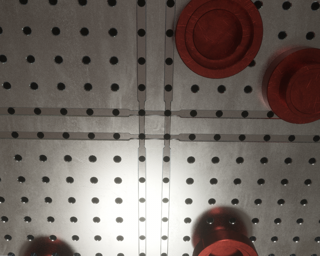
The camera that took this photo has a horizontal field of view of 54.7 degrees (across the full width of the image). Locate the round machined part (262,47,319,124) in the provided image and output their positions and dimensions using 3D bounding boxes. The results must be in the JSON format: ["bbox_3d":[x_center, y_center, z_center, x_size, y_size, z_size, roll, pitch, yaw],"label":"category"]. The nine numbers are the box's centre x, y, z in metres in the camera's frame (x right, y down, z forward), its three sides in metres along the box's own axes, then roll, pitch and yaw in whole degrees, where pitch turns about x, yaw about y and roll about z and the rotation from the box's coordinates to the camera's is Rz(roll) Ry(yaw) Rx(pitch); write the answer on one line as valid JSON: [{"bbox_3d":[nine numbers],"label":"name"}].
[{"bbox_3d":[0.184,-0.050,0.389,0.099,0.042,0.097,0,110,-1],"label":"round machined part"}]

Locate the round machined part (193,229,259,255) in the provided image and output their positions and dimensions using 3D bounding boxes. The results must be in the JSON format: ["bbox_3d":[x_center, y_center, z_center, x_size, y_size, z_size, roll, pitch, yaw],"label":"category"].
[{"bbox_3d":[0.099,0.198,0.479,0.099,0.042,0.097,0,110,-1],"label":"round machined part"}]

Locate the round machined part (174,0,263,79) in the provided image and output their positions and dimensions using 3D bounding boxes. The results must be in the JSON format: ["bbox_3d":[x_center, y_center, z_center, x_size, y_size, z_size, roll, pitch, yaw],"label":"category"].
[{"bbox_3d":[0.066,-0.110,0.365,0.099,0.042,0.097,0,110,-1],"label":"round machined part"}]
